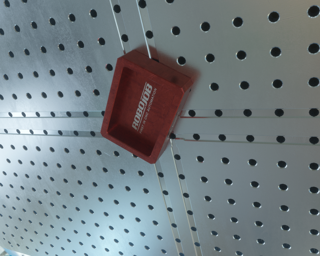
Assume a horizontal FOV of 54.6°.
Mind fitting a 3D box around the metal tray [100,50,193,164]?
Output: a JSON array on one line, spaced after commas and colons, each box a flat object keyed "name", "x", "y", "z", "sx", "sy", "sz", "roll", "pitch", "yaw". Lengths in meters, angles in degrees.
[{"name": "metal tray", "x": -0.023, "y": -0.023, "z": 0.405, "sx": 0.090, "sy": 0.030, "sz": 0.129, "roll": 29, "pitch": 128, "yaw": 10}]
